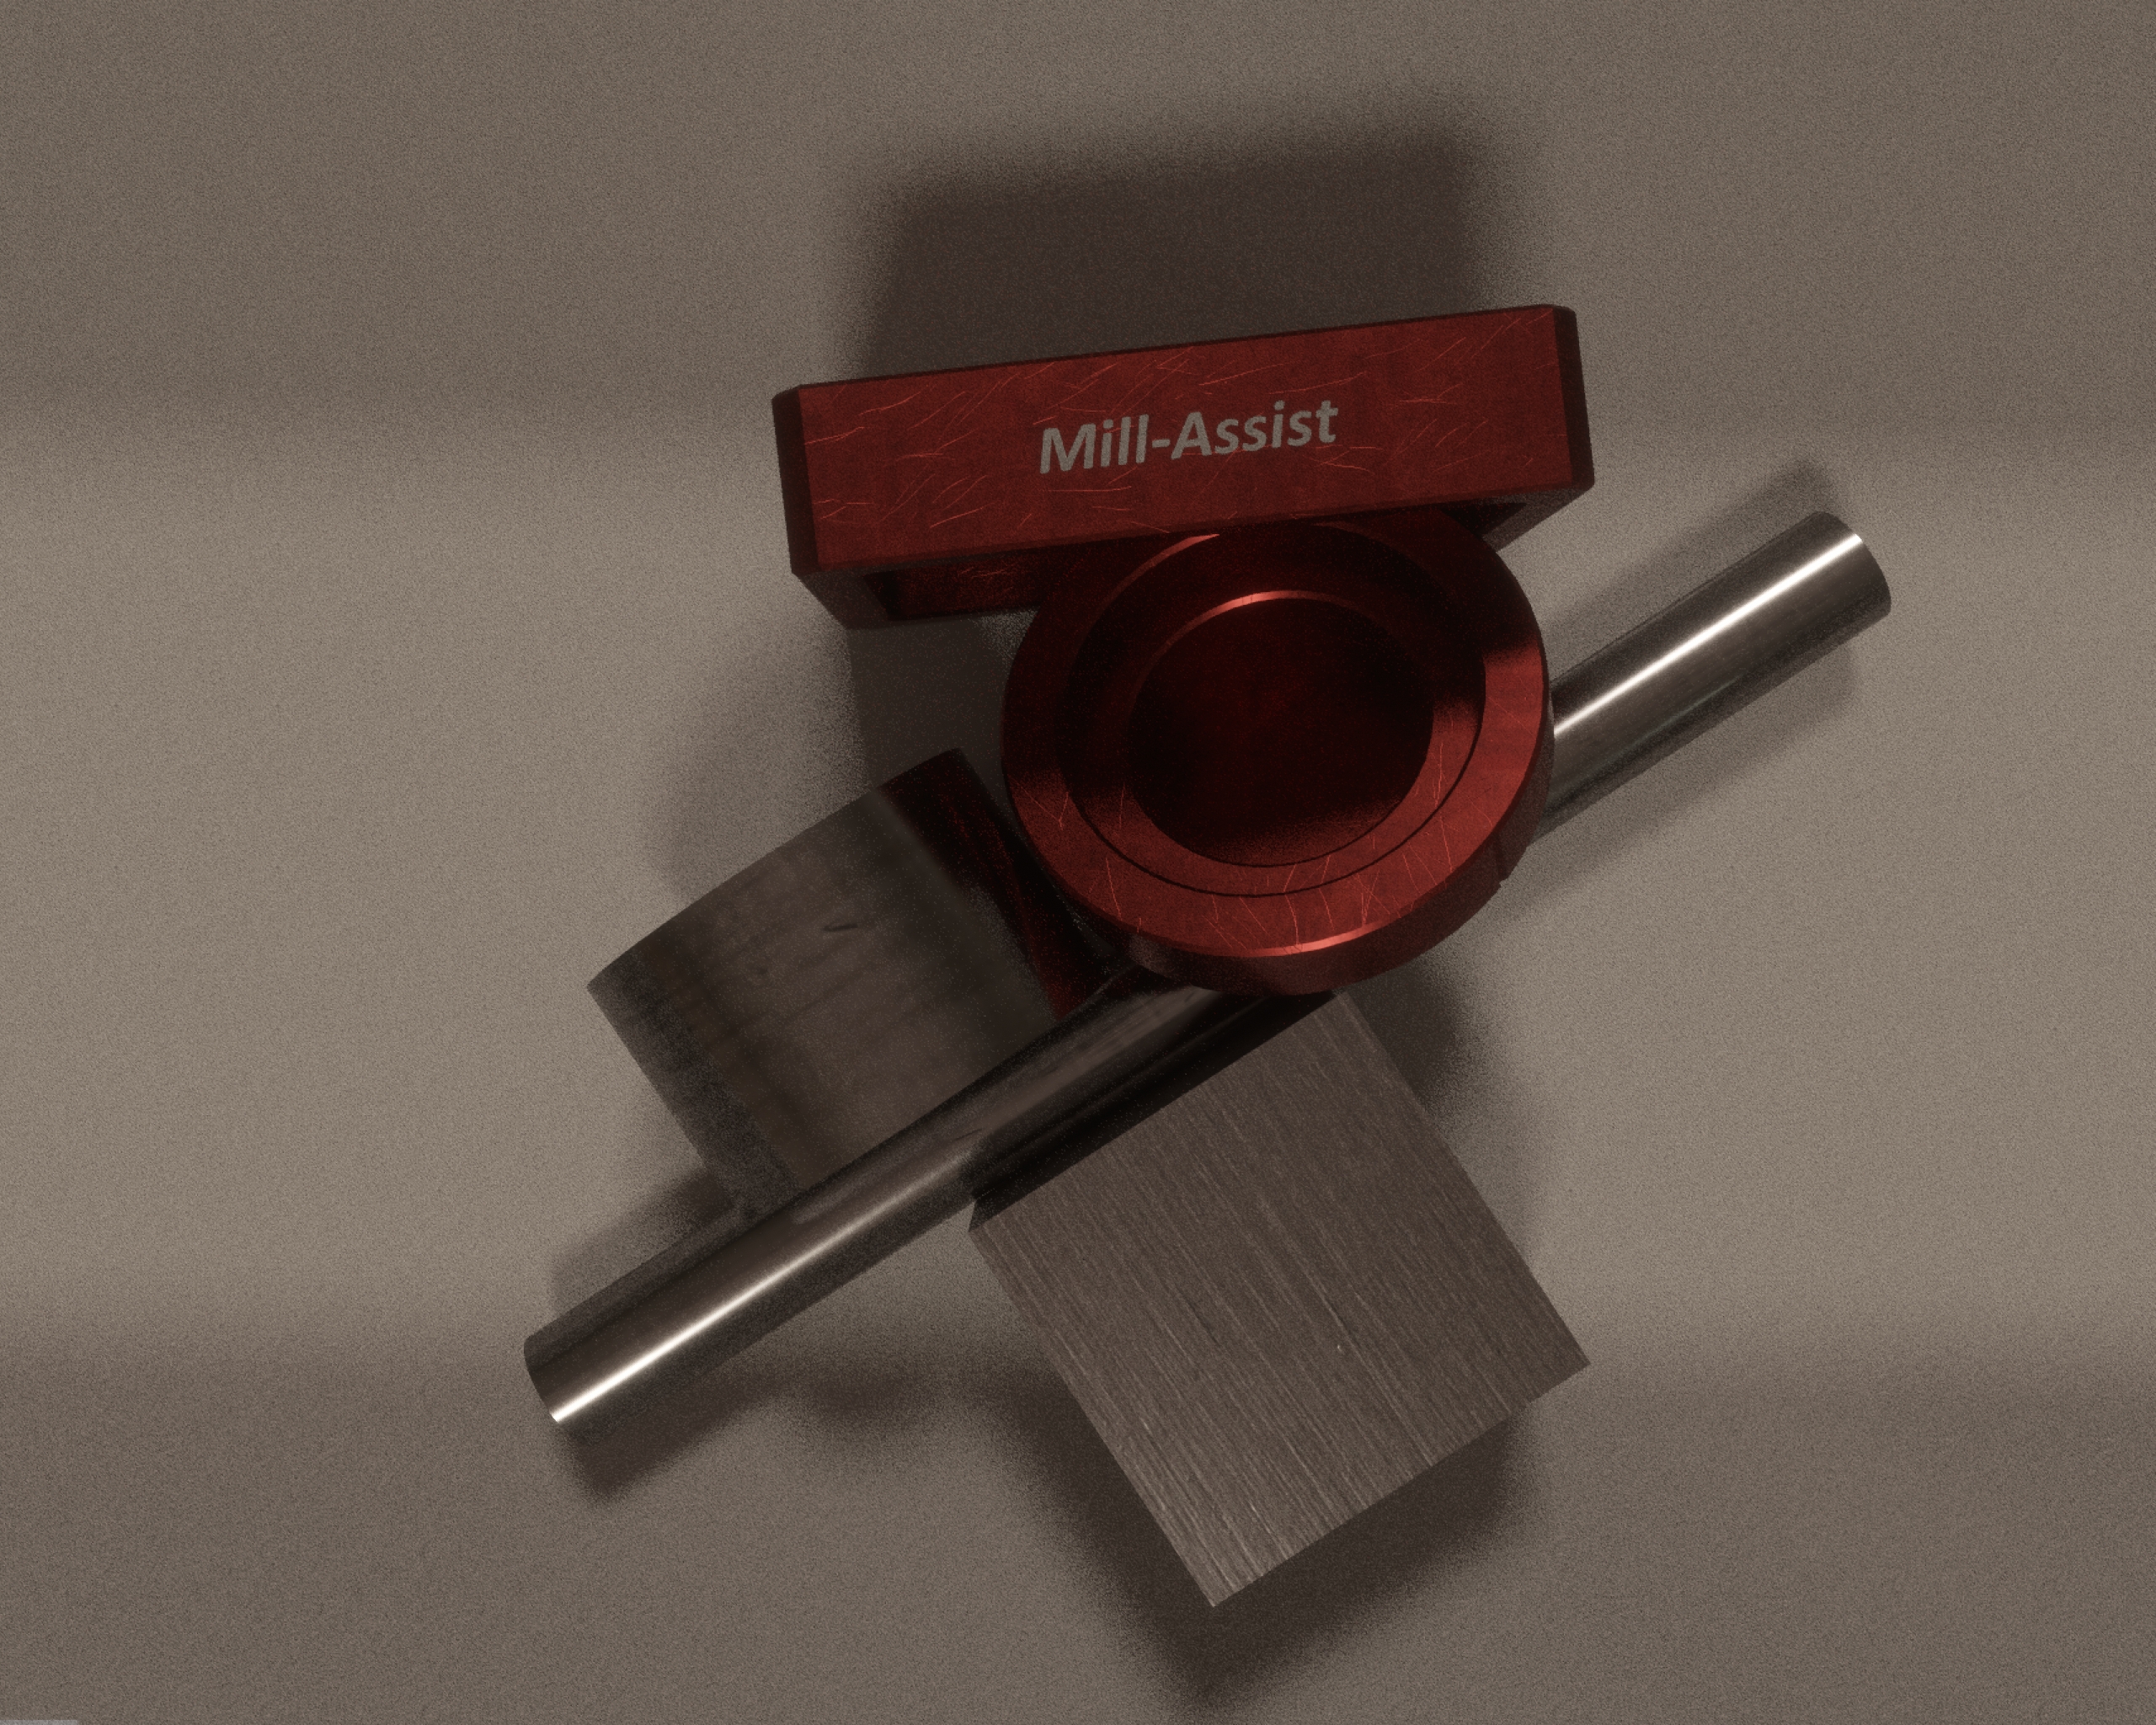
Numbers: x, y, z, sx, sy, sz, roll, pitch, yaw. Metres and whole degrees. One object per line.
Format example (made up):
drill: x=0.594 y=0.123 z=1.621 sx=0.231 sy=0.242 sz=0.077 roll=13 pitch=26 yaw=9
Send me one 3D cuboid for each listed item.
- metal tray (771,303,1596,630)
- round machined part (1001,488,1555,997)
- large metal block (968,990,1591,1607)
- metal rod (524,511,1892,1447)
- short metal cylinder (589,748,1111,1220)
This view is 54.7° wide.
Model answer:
metal tray: x=0.017 y=-0.068 z=0.377 sx=0.131 sy=0.090 sz=0.030 roll=-6 pitch=90 yaw=-1
round machined part: x=0.039 y=-0.020 z=0.388 sx=0.098 sy=0.042 sz=0.098 roll=-6 pitch=64 yaw=13
large metal block: x=0.036 y=0.078 z=0.397 sx=0.080 sy=0.050 sz=0.080 roll=-33 pitch=90 yaw=0
metal rod: x=0.026 y=0.022 z=0.410 sx=0.301 sy=0.025 sz=0.025 roll=-33 pitch=90 yaw=-1
short metal cylinder: x=-0.041 y=0.022 z=0.382 sx=0.080 sy=0.080 sz=0.050 roll=-33 pitch=90 yaw=0
